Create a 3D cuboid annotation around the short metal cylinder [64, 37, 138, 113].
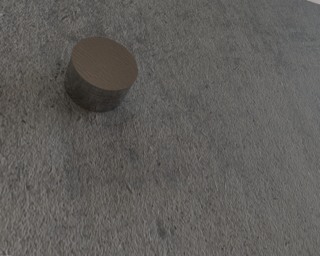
[{"bbox_3d":[-0.074,-0.066,0.388,0.081,0.050,0.080,13,56,-21],"label":"short metal cylinder"}]
